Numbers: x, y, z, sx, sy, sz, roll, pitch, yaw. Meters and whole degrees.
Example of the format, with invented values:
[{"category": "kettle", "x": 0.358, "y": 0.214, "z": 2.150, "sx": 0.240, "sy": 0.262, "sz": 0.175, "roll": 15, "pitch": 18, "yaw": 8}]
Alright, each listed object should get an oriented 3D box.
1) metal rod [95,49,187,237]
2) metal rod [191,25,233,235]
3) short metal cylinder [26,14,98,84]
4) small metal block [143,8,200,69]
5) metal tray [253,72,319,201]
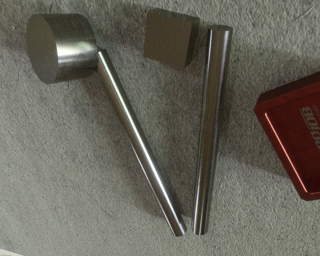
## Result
[{"category": "metal rod", "x": -0.024, "y": 0.034, "z": 0.440, "sx": 0.025, "sy": 0.025, "sz": 0.299, "roll": -10, "pitch": 114, "yaw": 32}, {"category": "metal rod", "x": 0.060, "y": 0.026, "z": 0.390, "sx": 0.025, "sy": 0.025, "sz": 0.298, "roll": 14, "pitch": 124, "yaw": 20}, {"category": "short metal cylinder", "x": -0.120, "y": -0.097, "z": 0.377, "sx": 0.080, "sy": 0.050, "sz": 0.079, "roll": 20, "pitch": 119, "yaw": 42}, {"category": "small metal block", "x": 0.012, "y": -0.099, "z": 0.340, "sx": 0.050, "sy": 0.025, "sz": 0.050, "roll": 20, "pitch": 126, "yaw": 16}, {"category": "metal tray", "x": 0.168, "y": 0.011, "z": 0.321, "sx": 0.090, "sy": 0.030, "sz": 0.130, "roll": -22, "pitch": 107, "yaw": 36}]
